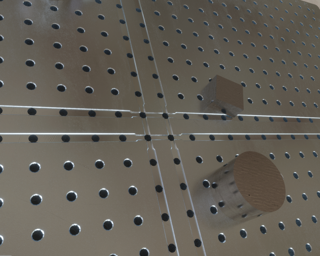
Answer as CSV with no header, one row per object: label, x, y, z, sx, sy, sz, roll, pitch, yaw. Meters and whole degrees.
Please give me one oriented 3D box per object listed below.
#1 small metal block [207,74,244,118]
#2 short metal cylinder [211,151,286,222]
small metal block,0.105,-0.051,0.496,0.050,0.025,0.050,20,54,-17
short metal cylinder,0.115,0.077,0.407,0.081,0.050,0.080,14,56,-21
